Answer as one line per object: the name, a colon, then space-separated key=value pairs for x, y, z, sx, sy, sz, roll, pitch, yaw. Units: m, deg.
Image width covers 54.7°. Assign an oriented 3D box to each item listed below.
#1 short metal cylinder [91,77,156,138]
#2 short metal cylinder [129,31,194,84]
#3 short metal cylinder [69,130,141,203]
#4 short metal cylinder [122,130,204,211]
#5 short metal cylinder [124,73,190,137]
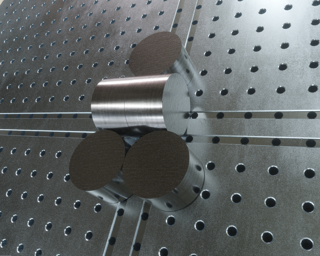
short metal cylinder: x=-0.045 y=-0.027 z=0.412 sx=0.050 sy=0.080 sz=0.080 roll=0 pitch=62 yaw=28
short metal cylinder: x=0.003 y=-0.091 z=0.445 sx=0.080 sy=0.050 sz=0.080 roll=-13 pitch=56 yaw=20
short metal cylinder: x=-0.067 y=0.049 z=0.394 sx=0.080 sy=0.050 sz=0.080 roll=-13 pitch=56 yaw=20
short metal cylinder: x=0.004 y=0.049 z=0.356 sx=0.080 sy=0.050 sz=0.080 roll=-13 pitch=56 yaw=20
short metal cylinder: x=-0.001 y=-0.027 z=0.389 sx=0.050 sy=0.080 sz=0.080 roll=0 pitch=62 yaw=28
